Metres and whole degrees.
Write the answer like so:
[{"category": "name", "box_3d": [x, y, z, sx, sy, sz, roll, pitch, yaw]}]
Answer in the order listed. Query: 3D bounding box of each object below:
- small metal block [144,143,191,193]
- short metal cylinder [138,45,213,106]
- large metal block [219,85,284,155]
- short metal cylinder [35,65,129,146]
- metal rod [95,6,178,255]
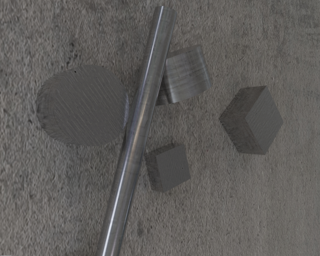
[{"category": "small metal block", "box_3d": [0.011, 0.052, 0.414, 0.050, 0.025, 0.050, -20, 103, -38]}, {"category": "short metal cylinder", "box_3d": [0.019, -0.066, 0.385, 0.081, 0.080, 0.050, -32, 110, -36]}, {"category": "large metal block", "box_3d": [0.154, -0.013, 0.517, 0.080, 0.050, 0.080, -50, 120, -28]}, {"category": "short metal cylinder", "box_3d": [-0.080, -0.022, 0.322, 0.081, 0.050, 0.080, 0, 90, -40]}, {"category": "metal rod", "box_3d": [-0.028, 0.020, 0.326, 0.025, 0.025, 0.298, 15, 87, -39]}]
